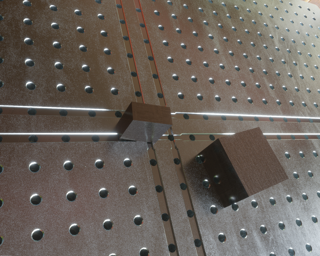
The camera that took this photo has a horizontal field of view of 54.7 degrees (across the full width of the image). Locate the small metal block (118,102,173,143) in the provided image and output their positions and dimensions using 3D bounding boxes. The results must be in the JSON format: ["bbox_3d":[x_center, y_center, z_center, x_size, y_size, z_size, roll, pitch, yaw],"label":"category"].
[{"bbox_3d":[-0.019,-0.006,0.385,0.050,0.050,0.025,7,59,-25],"label":"small metal block"}]

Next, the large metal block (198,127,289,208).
[{"bbox_3d":[0.112,0.052,0.421,0.081,0.050,0.080,-12,68,-33],"label":"large metal block"}]
